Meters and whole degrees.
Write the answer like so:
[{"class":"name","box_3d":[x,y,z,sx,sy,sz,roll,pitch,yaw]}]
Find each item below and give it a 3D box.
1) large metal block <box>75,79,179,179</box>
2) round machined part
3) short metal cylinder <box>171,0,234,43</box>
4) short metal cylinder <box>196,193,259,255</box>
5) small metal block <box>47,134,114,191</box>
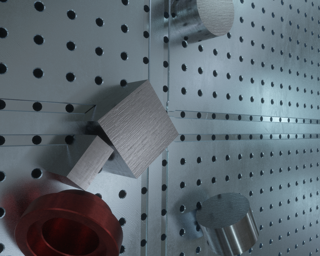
[{"class":"large metal block","box_3d":[-0.036,0.000,0.365,0.080,0.050,0.080,-45,117,-31]},{"class":"round machined part","box_3d":[-0.085,0.099,0.305,0.098,0.098,0.042,58,21,-24]},{"class":"short metal cylinder","box_3d":[0.062,-0.168,0.447,0.081,0.050,0.079,0,90,-40]},{"class":"short metal cylinder","box_3d":[0.100,0.141,0.460,0.081,0.080,0.050,-35,112,-35]},{"class":"small metal block","box_3d":[-0.084,0.034,0.324,0.025,0.050,0.050,48,62,-30]}]
